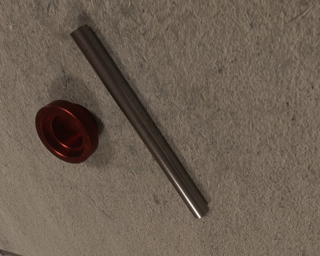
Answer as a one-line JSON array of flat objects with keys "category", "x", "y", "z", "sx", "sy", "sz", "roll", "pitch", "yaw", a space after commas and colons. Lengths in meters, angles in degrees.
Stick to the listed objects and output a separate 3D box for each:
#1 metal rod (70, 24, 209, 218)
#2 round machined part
[{"category": "metal rod", "x": -0.020, "y": 0.000, "z": 0.416, "sx": 0.025, "sy": 0.025, "sz": 0.299, "roll": -24, "pitch": 106, "yaw": 36}, {"category": "round machined part", "x": -0.133, "y": 0.002, "z": 0.465, "sx": 0.098, "sy": 0.042, "sz": 0.097, "roll": 13, "pitch": 124, "yaw": 20}]
